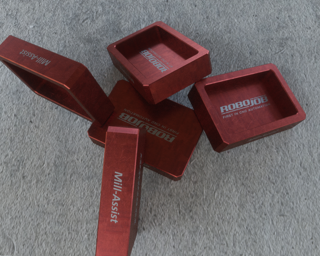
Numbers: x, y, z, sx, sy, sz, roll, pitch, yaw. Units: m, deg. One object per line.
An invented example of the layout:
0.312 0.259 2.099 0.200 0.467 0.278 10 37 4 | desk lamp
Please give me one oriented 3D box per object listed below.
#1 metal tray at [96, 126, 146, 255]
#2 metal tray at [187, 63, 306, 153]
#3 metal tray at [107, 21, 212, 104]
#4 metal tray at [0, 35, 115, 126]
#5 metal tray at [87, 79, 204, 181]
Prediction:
-0.038 0.063 0.331 0.030 0.090 0.129 5 91 2 | metal tray
0.112 -0.029 0.401 0.131 0.030 0.090 -16 70 -22 | metal tray
-0.005 -0.092 0.409 0.090 0.030 0.130 -30 44 -11 | metal tray
-0.127 -0.057 0.378 0.130 0.090 0.030 24 71 26 | metal tray
-0.015 0.002 0.406 0.130 0.030 0.090 24 72 8 | metal tray
